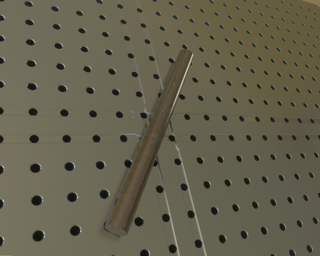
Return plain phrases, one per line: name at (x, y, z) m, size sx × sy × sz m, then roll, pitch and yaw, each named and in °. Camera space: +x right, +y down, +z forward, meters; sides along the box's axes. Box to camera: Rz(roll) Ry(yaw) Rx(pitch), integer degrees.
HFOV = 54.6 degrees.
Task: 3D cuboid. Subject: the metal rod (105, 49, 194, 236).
metal rod at (-0.002, -0.006, 0.410) m, size 0.025 × 0.025 × 0.300 m, roll 29°, pitch 52°, yaw -10°
